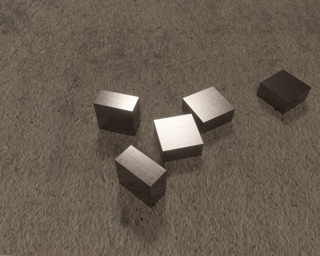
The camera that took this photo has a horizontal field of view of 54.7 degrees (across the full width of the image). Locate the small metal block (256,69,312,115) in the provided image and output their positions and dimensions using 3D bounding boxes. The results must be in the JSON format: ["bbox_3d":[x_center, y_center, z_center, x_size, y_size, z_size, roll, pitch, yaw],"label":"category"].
[{"bbox_3d":[0.179,-0.053,0.450,0.050,0.025,0.050,-30,56,-23],"label":"small metal block"}]

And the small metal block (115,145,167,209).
[{"bbox_3d":[-0.021,0.054,0.341,0.050,0.050,0.025,33,57,24],"label":"small metal block"}]

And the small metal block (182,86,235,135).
[{"bbox_3d":[0.065,-0.025,0.425,0.050,0.025,0.050,-23,54,-19],"label":"small metal block"}]

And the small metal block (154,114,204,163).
[{"bbox_3d":[0.022,0.012,0.393,0.050,0.025,0.050,-10,51,-9],"label":"small metal block"}]

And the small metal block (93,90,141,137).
[{"bbox_3d":[-0.054,-0.019,0.402,0.050,0.050,0.025,12,51,9],"label":"small metal block"}]
